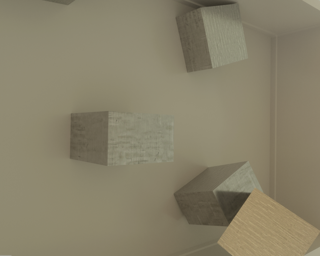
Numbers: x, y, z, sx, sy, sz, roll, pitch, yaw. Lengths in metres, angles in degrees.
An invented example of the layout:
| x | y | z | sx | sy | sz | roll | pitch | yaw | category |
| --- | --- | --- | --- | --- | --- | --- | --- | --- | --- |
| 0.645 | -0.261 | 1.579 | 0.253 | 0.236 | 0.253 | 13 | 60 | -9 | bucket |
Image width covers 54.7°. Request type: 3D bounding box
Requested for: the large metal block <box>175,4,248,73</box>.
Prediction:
| x | y | z | sx | sy | sz | roll | pitch | yaw | category |
| --- | --- | --- | --- | --- | --- | --- | --- | --- | --- |
| 0.077 | -0.131 | 0.452 | 0.081 | 0.050 | 0.080 | -22 | 104 | -35 | large metal block |

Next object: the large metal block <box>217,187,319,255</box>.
| x | y | z | sx | sy | sz | roll | pitch | yaw | category |
| --- | --- | --- | --- | --- | --- | --- | --- | --- | --- |
| 0.130 | 0.130 | 0.369 | 0.080 | 0.080 | 0.050 | -55 | 149 | -1 | large metal block |

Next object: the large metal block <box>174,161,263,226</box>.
| x | y | z | sx | sy | sz | roll | pitch | yaw | category |
| --- | --- | --- | --- | --- | --- | --- | --- | --- | --- |
| 0.081 | 0.091 | 0.433 | 0.081 | 0.080 | 0.050 | -29 | 95 | -36 | large metal block |

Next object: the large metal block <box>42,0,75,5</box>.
| x | y | z | sx | sy | sz | roll | pitch | yaw | category |
| --- | --- | --- | --- | --- | --- | --- | --- | --- | --- |
| -0.107 | -0.156 | 0.281 | 0.081 | 0.080 | 0.050 | -5 | 94 | -40 | large metal block |

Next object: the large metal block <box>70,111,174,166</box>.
| x | y | z | sx | sy | sz | roll | pitch | yaw | category |
| --- | --- | --- | --- | --- | --- | --- | --- | --- | --- |
| -0.042 | 0.010 | 0.336 | 0.081 | 0.080 | 0.050 | 2 | 89 | -40 | large metal block |
